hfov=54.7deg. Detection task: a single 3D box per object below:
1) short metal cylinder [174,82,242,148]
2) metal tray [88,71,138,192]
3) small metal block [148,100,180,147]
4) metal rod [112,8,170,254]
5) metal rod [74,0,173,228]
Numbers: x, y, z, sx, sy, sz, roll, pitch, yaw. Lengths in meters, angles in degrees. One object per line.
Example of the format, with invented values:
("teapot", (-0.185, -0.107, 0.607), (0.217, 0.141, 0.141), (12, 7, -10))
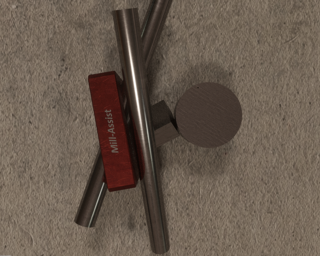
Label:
("short metal cylinder", (0.059, -0.016, 0.398), (0.081, 0.050, 0.079), (0, 90, -1))
("metal tray", (-0.052, 0.003, 0.376), (0.030, 0.090, 0.129), (-10, 90, 0))
("small metal block", (-0.007, -0.002, 0.391), (0.050, 0.050, 0.025), (-27, 128, 9))
("metal rod", (-0.017, 0.021, 0.357), (0.025, 0.025, 0.298), (-7, 112, 0))
("metal rod", (-0.041, -0.029, 0.372), (0.025, 0.025, 0.299), (19, 88, -1))
